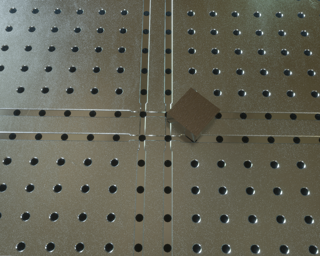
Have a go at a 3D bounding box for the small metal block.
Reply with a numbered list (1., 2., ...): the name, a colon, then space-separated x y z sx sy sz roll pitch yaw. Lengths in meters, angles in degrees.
1. small metal block: 0.044 -0.018 0.419 0.050 0.025 0.050 39 74 13
